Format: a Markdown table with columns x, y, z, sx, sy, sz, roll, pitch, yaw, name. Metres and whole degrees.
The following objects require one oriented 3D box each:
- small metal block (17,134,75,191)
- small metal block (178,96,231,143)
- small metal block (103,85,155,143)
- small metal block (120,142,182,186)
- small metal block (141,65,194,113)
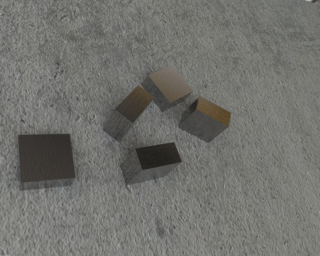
| x | y | z | sx | sy | sz | roll | pitch | yaw | name |
| --- | --- | --- | --- | --- | --- | --- | --- | --- | --- |
| -0.118 | 0.034 | 0.319 | 0.050 | 0.025 | 0.050 | -1 | 62 | -29 | small metal block |
| 0.061 | -0.011 | 0.427 | 0.050 | 0.050 | 0.025 | 27 | 53 | -11 | small metal block |
| -0.039 | -0.017 | 0.377 | 0.025 | 0.050 | 0.050 | 39 | 51 | -3 | small metal block |
| -0.011 | 0.041 | 0.356 | 0.050 | 0.050 | 0.025 | -7 | 66 | -32 | small metal block |
| 0.011 | -0.057 | 0.444 | 0.050 | 0.025 | 0.050 | -31 | 79 | -38 | small metal block |
